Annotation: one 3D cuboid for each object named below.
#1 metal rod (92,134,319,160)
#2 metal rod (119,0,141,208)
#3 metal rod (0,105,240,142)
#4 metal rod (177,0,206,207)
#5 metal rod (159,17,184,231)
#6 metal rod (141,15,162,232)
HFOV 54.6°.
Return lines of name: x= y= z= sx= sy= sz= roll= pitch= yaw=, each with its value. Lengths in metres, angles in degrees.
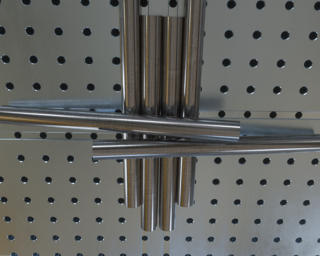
metal rod: x=0.068 y=0.024 z=0.400 sx=0.302 sy=0.025 sz=0.025 roll=-1 pitch=110 yaw=-9
metal rod: x=-0.037 y=-0.030 z=0.401 sx=0.025 sy=0.025 sz=0.298 roll=1 pitch=110 yaw=0
metal rod: x=-0.056 y=-0.007 z=0.386 sx=0.301 sy=0.025 sz=0.025 roll=4 pitch=110 yaw=8
metal rod: x=0.039 y=-0.031 z=0.401 sx=0.025 sy=0.025 sz=0.298 roll=1 pitch=110 yaw=0
metal rod: x=0.013 y=0.008 z=0.417 sx=0.025 sy=0.025 sz=0.298 roll=1 pitch=110 yaw=0
metal rod: x=-0.013 y=0.008 z=0.415 sx=0.025 sy=0.025 sz=0.298 roll=1 pitch=110 yaw=-1
